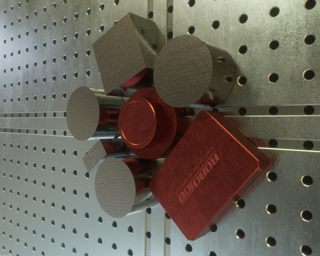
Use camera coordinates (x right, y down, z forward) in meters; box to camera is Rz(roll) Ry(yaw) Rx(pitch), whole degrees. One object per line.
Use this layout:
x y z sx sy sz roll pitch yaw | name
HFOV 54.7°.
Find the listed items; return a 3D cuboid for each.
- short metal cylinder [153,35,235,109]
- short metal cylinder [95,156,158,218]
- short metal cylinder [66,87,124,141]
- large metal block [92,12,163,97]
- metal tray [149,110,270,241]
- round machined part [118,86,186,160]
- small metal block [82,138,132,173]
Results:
0.039 -0.062 0.360 0.080 0.050 0.080 0 90 40 | short metal cylinder
-0.045 0.079 0.430 0.080 0.050 0.080 0 90 40 | short metal cylinder
-0.098 -0.021 0.473 0.080 0.050 0.080 0 90 40 | short metal cylinder
-0.041 -0.096 0.427 0.080 0.050 0.080 -27 73 37 | large metal block
0.051 0.055 0.363 0.090 0.030 0.129 48 118 29 | metal tray
-0.018 -0.007 0.412 0.098 0.042 0.097 0 90 40 | round machined part
-0.077 0.040 0.456 0.050 0.050 0.025 -45 63 31 | small metal block
